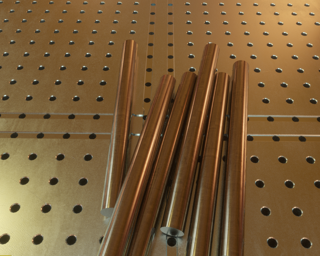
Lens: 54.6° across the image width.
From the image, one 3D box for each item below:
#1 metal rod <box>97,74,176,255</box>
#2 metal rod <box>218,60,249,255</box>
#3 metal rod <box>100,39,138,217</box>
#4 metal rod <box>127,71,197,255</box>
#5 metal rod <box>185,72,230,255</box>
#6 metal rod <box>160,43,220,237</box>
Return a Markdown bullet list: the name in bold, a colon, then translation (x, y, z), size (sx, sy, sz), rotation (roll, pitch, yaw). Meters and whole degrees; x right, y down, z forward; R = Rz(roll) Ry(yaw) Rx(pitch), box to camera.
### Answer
- **metal rod**: translation (-0.019, 0.033, 0.363), size (0.025, 0.025, 0.300), rotation (9, 46, 8)
- **metal rod**: translation (0.098, 0.016, 0.395), size (0.025, 0.025, 0.300), rotation (9, 50, 7)
- **metal rod**: translation (-0.051, -0.024, 0.427), size (0.025, 0.025, 0.300), rotation (0, 50, 0)
- **metal rod**: translation (0.007, 0.035, 0.378), size (0.025, 0.025, 0.300), rotation (12, 51, 9)
- **metal rod**: translation (0.062, 0.037, 0.376), size (0.025, 0.025, 0.300), rotation (10, 51, 8)
- **metal rod**: translation (0.048, -0.009, 0.407), size (0.025, 0.025, 0.300), rotation (11, 53, 9)
